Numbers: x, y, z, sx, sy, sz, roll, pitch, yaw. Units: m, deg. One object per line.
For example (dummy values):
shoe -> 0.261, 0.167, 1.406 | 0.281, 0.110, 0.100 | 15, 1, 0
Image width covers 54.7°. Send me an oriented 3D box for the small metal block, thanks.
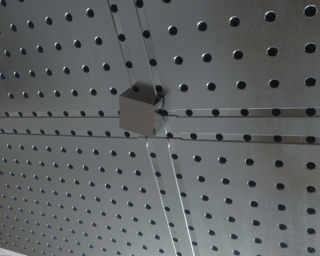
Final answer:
small metal block -> -0.026, -0.020, 0.411 | 0.050, 0.025, 0.050 | 17, 125, 18
